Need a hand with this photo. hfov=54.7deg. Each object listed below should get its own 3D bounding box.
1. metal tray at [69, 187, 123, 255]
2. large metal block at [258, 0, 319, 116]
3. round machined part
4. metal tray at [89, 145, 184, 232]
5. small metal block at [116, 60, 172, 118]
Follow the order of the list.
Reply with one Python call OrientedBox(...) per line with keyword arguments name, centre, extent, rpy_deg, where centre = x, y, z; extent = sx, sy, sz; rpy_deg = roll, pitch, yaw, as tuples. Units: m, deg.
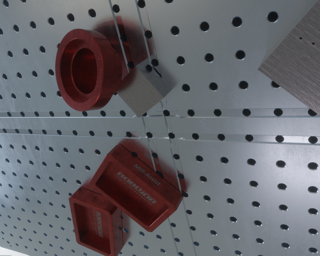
OrientedBox(name="metal tray", centre=(-0.118, 0.180, 0.581), extent=(0.090, 0.030, 0.129), rpy_deg=(15, 125, 19))
OrientedBox(name="large metal block", centre=(0.150, -0.066, 0.275), extent=(0.080, 0.050, 0.080), rpy_deg=(38, 129, 2))
OrientedBox(name="round machined part", centre=(-0.085, -0.071, 0.386), extent=(0.098, 0.042, 0.097), rpy_deg=(8, 102, 40))
OrientedBox(name="metal tray", centre=(-0.040, 0.097, 0.488), extent=(0.130, 0.030, 0.089), rpy_deg=(38, 129, 2))
OrientedBox(name="small metal block", centre=(-0.023, -0.049, 0.393), extent=(0.050, 0.025, 0.050), rpy_deg=(48, 129, -6))
